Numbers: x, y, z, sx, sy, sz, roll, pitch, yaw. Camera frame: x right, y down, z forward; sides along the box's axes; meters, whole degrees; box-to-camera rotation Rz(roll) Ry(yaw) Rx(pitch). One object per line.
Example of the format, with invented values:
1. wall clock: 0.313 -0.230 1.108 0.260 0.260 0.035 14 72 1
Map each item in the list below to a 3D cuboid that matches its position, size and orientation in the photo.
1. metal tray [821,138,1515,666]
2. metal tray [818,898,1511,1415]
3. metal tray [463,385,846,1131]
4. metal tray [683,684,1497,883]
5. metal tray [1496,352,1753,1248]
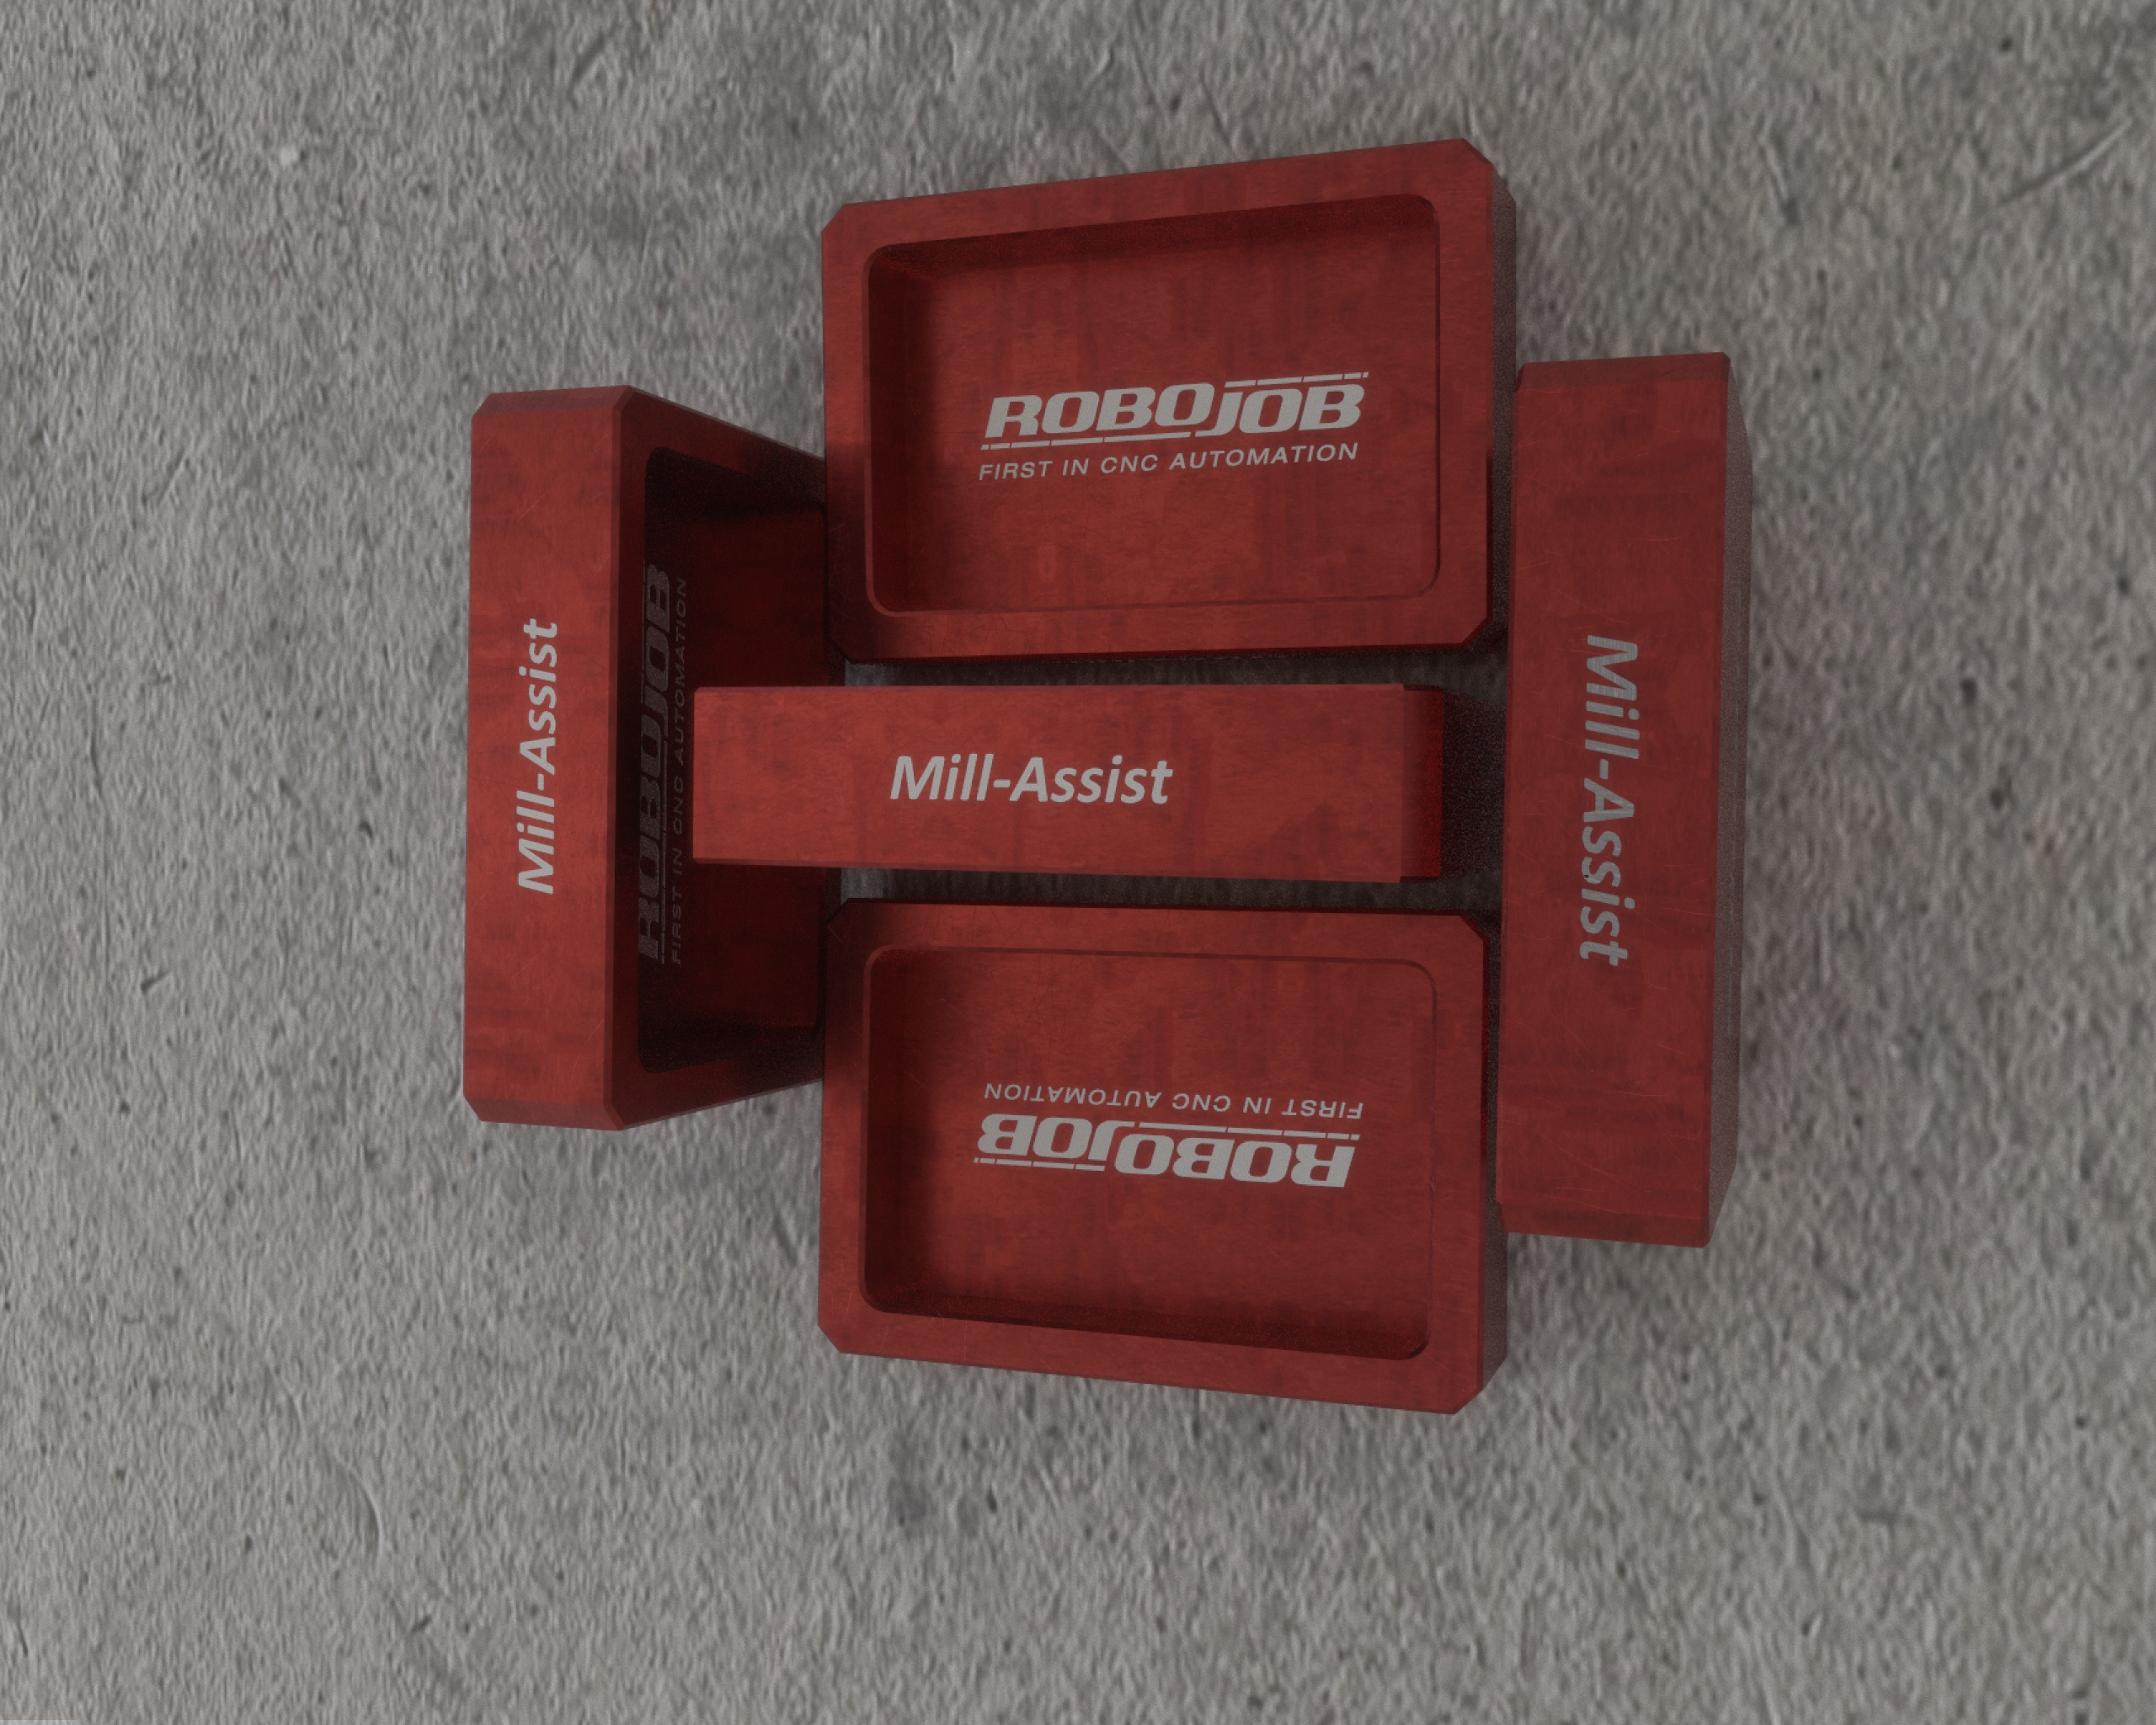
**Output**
1. metal tray: 0.016 -0.084 0.402 0.130 0.030 0.089 0 93 19
2. metal tray: 0.016 0.053 0.403 0.130 0.030 0.089 1 89 19
3. metal tray: -0.078 -0.019 0.403 0.030 0.090 0.129 1 91 20
4. metal tray: 0.007 -0.014 0.374 0.130 0.090 0.030 1 92 20
5. metal tray: 0.092 -0.009 0.343 0.030 0.090 0.129 1 90 20
